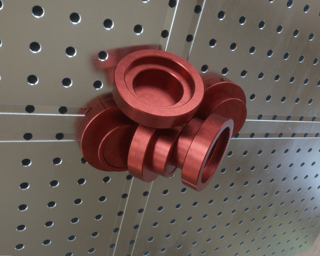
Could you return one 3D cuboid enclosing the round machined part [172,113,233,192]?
[{"bbox_3d":[0.050,0.026,0.383,0.098,0.042,0.097,-47,151,-37],"label":"round machined part"}]

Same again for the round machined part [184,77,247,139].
[{"bbox_3d":[0.082,-0.019,0.435,0.099,0.042,0.097,-14,125,-21],"label":"round machined part"}]

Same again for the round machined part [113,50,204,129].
[{"bbox_3d":[-0.004,-0.039,0.346,0.099,0.098,0.042,-12,149,-22],"label":"round machined part"}]

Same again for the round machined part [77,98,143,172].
[{"bbox_3d":[-0.049,0.015,0.384,0.099,0.042,0.097,-14,125,-21],"label":"round machined part"}]

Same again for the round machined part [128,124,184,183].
[{"bbox_3d":[0.004,0.023,0.388,0.098,0.042,0.097,-52,153,-39],"label":"round machined part"}]
